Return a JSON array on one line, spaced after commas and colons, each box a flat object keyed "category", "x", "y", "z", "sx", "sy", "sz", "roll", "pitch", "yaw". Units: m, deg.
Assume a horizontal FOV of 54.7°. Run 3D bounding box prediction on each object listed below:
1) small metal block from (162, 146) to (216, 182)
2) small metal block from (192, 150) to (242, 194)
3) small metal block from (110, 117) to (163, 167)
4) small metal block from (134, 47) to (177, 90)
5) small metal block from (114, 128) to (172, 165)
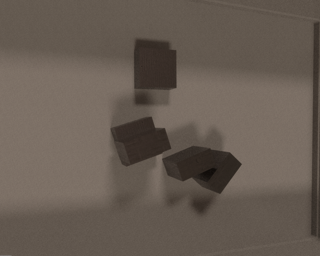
[{"category": "small metal block", "x": 0.038, "y": 0.046, "z": 0.413, "sx": 0.050, "sy": 0.050, "sz": 0.025, "roll": -21, "pitch": 98, "yaw": -19}, {"category": "small metal block", "x": 0.076, "y": 0.059, "z": 0.427, "sx": 0.025, "sy": 0.050, "sz": 0.050, "roll": 43, "pitch": 76, "yaw": -15}, {"category": "small metal block", "x": -0.030, "y": 0.017, "z": 0.400, "sx": 0.050, "sy": 0.025, "sz": 0.050, "roll": -19, "pitch": 97, "yaw": -19}, {"category": "small metal block", "x": -0.006, "y": -0.077, "z": 0.409, "sx": 0.050, "sy": 0.025, "sz": 0.050, "roll": -1, "pitch": 90, "yaw": -21}, {"category": "small metal block", "x": -0.022, "y": 0.020, "z": 0.364, "sx": 0.050, "sy": 0.050, "sz": 0.025, "roll": -20, "pitch": 97, "yaw": -19}]
